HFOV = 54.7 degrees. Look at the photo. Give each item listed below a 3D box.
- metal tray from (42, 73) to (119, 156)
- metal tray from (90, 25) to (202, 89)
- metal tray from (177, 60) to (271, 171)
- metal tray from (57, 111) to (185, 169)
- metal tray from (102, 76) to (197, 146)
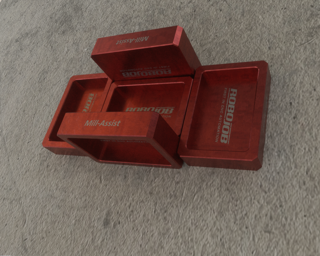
[{"bbox_3d":[-0.116,-0.022,0.474,0.090,0.030,0.130,1,62,28],"label":"metal tray"},{"bbox_3d":[-0.017,-0.089,0.426,0.130,0.090,0.030,0,62,28],"label":"metal tray"},{"bbox_3d":[0.079,-0.017,0.371,0.090,0.030,0.130,1,62,28],"label":"metal tray"},{"bbox_3d":[-0.045,0.016,0.374,0.130,0.090,0.030,0,62,28],"label":"metal tray"},{"bbox_3d":[-0.018,-0.023,0.424,0.130,0.030,0.090,1,62,28],"label":"metal tray"}]
